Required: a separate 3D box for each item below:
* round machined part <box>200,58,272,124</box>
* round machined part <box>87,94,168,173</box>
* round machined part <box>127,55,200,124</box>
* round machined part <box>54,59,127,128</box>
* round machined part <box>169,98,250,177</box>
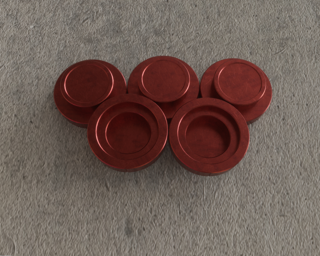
[{"bbox_3d":[0.104,-0.054,0.421,0.099,0.042,0.098,0,70,-1],"label":"round machined part"},{"bbox_3d":[-0.039,0.009,0.396,0.099,0.042,0.098,0,70,-1],"label":"round machined part"},{"bbox_3d":[0.005,-0.057,0.421,0.099,0.042,0.098,0,70,-1],"label":"round machined part"},{"bbox_3d":[-0.094,-0.051,0.418,0.099,0.042,0.098,0,70,-1],"label":"round machined part"},{"bbox_3d":[0.060,0.014,0.396,0.099,0.042,0.098,0,70,-1],"label":"round machined part"}]
